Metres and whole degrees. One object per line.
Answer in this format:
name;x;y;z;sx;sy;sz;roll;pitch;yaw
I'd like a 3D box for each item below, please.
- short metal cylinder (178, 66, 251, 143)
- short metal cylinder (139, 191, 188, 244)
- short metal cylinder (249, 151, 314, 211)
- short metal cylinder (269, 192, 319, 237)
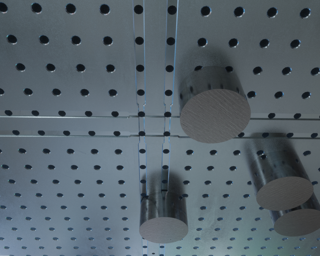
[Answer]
short metal cylinder;0.063;-0.027;0.373;0.081;0.050;0.079;-1;130;0
short metal cylinder;0.006;0.152;0.525;0.081;0.050;0.079;0;130;0
short metal cylinder;0.180;0.080;0.467;0.081;0.050;0.079;0;130;0
short metal cylinder;0.224;0.137;0.516;0.081;0.050;0.079;0;130;0
